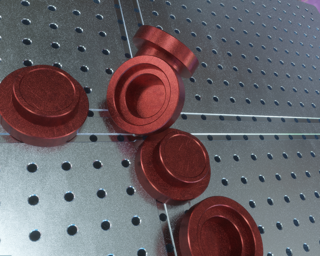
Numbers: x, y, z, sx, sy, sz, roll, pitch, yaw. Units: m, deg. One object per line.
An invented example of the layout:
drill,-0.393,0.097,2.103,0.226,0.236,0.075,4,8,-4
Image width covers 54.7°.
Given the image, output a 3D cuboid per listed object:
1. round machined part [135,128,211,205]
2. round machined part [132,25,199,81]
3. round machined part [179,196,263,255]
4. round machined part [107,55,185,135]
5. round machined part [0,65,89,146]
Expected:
round machined part,0.022,0.042,0.385,0.099,0.042,0.098,14,56,-21
round machined part,0.002,-0.097,0.436,0.098,0.098,0.042,32,87,-8
round machined part,0.065,0.131,0.354,0.099,0.042,0.098,14,56,-21
round machined part,-0.015,-0.039,0.391,0.098,0.098,0.042,63,18,16
round machined part,-0.129,-0.032,0.348,0.099,0.042,0.098,14,56,-21
